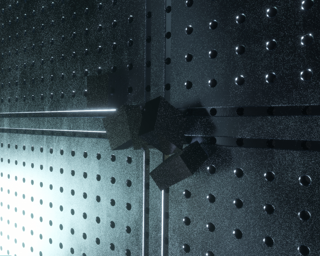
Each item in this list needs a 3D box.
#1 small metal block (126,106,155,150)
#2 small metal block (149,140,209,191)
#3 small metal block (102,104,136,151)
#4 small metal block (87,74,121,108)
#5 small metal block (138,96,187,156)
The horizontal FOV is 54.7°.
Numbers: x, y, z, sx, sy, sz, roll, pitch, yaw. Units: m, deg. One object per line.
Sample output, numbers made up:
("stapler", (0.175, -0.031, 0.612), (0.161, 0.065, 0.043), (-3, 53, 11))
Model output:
("small metal block", (-0.012, 0.000, 0.401), (0.025, 0.050, 0.050), (-21, 77, 38))
("small metal block", (0.023, 0.044, 0.369), (0.050, 0.050, 0.025), (-34, 89, 34))
("small metal block", (-0.052, 0.000, 0.450), (0.050, 0.025, 0.050), (-31, 71, 35))
("small metal block", (-0.087, -0.056, 0.479), (0.050, 0.025, 0.050), (2, 92, 39))
("small metal block", (0.004, -0.002, 0.376), (0.025, 0.050, 0.050), (-21, 45, 38))
